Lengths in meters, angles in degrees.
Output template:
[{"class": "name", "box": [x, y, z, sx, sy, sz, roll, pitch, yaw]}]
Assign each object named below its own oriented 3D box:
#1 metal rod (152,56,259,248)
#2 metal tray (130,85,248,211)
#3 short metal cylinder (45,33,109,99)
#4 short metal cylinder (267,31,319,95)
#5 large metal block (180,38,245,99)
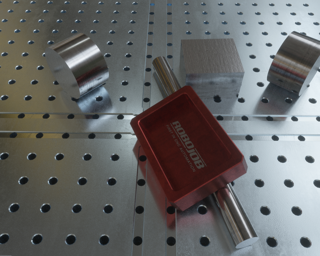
[{"class": "metal rod", "box": [0.044, 0.006, 0.402, 0.025, 0.025, 0.300, -13, 51, -11]}, {"class": "metal tray", "box": [0.029, 0.018, 0.364, 0.090, 0.030, 0.130, -32, 52, 2]}, {"class": "short metal cylinder", "box": [-0.119, -0.089, 0.446, 0.080, 0.080, 0.050, 38, 60, 27]}, {"class": "short metal cylinder", "box": [0.200, -0.094, 0.452, 0.050, 0.080, 0.080, 33, 57, 24]}, {"class": "large metal block", "box": [0.074, -0.090, 0.467, 0.081, 0.050, 0.080, -2, 50, -2]}]
